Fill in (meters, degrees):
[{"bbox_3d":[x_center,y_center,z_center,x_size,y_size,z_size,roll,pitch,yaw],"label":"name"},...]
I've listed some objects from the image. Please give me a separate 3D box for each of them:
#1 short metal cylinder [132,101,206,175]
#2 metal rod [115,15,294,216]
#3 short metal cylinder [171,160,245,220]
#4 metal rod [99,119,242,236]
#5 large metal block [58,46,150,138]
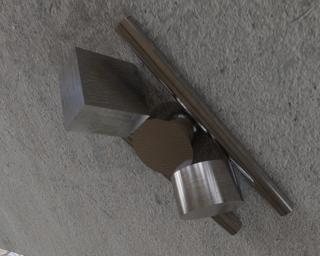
[{"bbox_3d":[0.012,0.013,0.393,0.080,0.050,0.079,13,124,21],"label":"short metal cylinder"},{"bbox_3d":[0.057,-0.010,0.372,0.300,0.025,0.025,48,129,-6],"label":"metal rod"},{"bbox_3d":[0.058,0.078,0.383,0.080,0.081,0.050,-36,56,38],"label":"short metal cylinder"},{"bbox_3d":[-0.004,0.043,0.436,0.300,0.025,0.025,42,129,-1],"label":"metal rod"},{"bbox_3d":[-0.067,-0.039,0.364,0.050,0.081,0.080,-42,53,39],"label":"large metal block"}]
